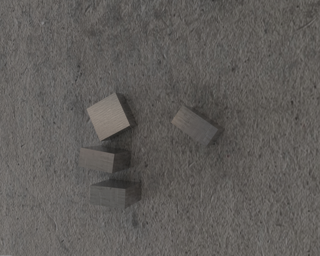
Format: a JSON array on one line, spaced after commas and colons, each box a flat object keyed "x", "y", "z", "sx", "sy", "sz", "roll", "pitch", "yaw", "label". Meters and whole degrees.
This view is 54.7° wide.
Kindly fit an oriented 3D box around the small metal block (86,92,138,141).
[{"x": -0.067, "y": -0.015, "z": 0.433, "sx": 0.050, "sy": 0.025, "sz": 0.050, "roll": -27, "pitch": 81, "yaw": 18, "label": "small metal block"}]

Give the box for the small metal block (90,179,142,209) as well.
[{"x": -0.058, "y": 0.087, "z": 0.416, "sx": 0.050, "sy": 0.050, "sz": 0.025, "roll": 2, "pitch": 91, "yaw": 20, "label": "small metal block"}]

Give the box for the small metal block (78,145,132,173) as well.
[{"x": -0.074, "y": 0.041, "z": 0.422, "sx": 0.050, "sy": 0.050, "sz": 0.025, "roll": 9, "pitch": 93, "yaw": 20, "label": "small metal block"}]

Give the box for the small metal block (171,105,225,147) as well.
[{"x": 0.048, "y": -0.003, "z": 0.379, "sx": 0.050, "sy": 0.050, "sz": 0.025, "roll": 36, "pitch": 102, "yaw": 16, "label": "small metal block"}]
